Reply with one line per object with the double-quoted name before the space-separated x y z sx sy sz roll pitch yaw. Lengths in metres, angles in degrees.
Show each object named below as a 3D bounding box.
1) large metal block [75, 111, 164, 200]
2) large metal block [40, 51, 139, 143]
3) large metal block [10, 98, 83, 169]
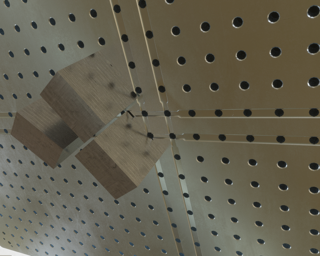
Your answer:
"large metal block" -0.053 0.036 0.427 0.080 0.080 0.050 49 129 -6
"large metal block" -0.088 -0.041 0.397 0.080 0.080 0.050 49 129 -6
"large metal block" -0.154 -0.001 0.458 0.080 0.080 0.050 39 129 2
